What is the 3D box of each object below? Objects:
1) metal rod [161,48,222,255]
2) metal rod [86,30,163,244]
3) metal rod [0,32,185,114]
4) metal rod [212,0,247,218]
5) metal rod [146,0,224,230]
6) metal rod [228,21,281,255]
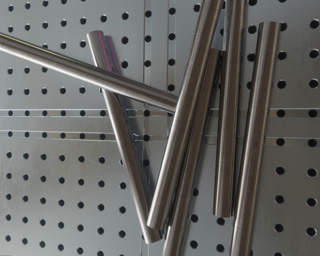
[{"bbox_3d":[0.037,0.048,0.399,0.025,0.025,0.298,12,94,19],"label":"metal rod"},{"bbox_3d":[-0.050,0.008,0.430,0.025,0.025,0.299,-19,84,19],"label":"metal rod"},{"bbox_3d":[-0.108,-0.078,0.415,0.301,0.025,0.025,20,97,5],"label":"metal rod"},{"bbox_3d":[0.086,-0.042,0.382,0.025,0.025,0.298,4,91,20],"label":"metal rod"},{"bbox_3d":[0.030,-0.020,0.378,0.025,0.025,0.298,16,97,19],"label":"metal rod"},{"bbox_3d":[0.112,0.026,0.373,0.025,0.025,0.298,8,93,20],"label":"metal rod"}]
